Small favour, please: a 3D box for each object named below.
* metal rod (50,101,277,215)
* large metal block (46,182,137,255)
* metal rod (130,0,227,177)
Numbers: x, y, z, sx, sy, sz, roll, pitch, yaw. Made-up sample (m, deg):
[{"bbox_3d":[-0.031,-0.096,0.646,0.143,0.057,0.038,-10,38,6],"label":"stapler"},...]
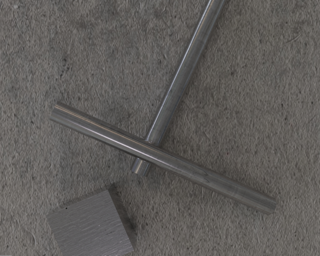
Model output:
[{"bbox_3d":[0.011,0.042,0.388,0.301,0.025,0.025,25,90,-9],"label":"metal rod"},{"bbox_3d":[-0.084,0.126,0.397,0.080,0.050,0.080,-23,90,0],"label":"large metal block"},{"bbox_3d":[0.034,-0.077,0.410,0.025,0.025,0.299,25,90,0],"label":"metal rod"}]
